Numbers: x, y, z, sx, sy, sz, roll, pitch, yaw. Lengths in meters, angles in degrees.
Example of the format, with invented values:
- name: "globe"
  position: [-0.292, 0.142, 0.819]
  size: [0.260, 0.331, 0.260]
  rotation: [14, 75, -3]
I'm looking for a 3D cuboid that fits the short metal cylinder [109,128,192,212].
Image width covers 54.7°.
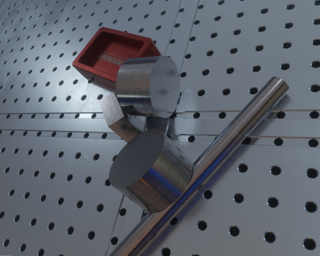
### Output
- name: "short metal cylinder"
  position: [-0.011, 0.047, 0.351]
  size: [0.080, 0.050, 0.080]
  rotation: [-33, 29, 22]

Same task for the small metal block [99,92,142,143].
- name: "small metal block"
  position: [-0.054, -0.014, 0.430]
  size: [0.025, 0.050, 0.050]
  rotation: [-33, 52, 7]

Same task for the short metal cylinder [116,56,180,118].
- name: "short metal cylinder"
  position: [-0.013, -0.054, 0.414]
  size: [0.050, 0.080, 0.080]
  rotation: [5, 64, 30]

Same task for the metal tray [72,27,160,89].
- name: "metal tray"
  position: [-0.076, -0.116, 0.516]
  size: [0.130, 0.030, 0.090]
  rotation: [25, 75, 36]

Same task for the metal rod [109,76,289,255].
- name: "metal rod"
  position: [0.039, 0.057, 0.352]
  size: [0.300, 0.025, 0.025]
  rotation: [-47, 51, -5]
